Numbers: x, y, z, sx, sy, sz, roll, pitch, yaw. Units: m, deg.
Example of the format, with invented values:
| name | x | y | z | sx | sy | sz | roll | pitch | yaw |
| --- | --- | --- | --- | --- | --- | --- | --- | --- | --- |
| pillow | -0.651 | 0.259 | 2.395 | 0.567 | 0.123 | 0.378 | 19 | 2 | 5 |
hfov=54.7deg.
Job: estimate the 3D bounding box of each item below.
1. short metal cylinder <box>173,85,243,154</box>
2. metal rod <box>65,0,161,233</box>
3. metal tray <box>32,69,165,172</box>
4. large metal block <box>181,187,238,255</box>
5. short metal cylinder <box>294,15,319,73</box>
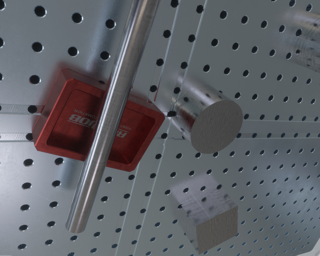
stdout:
| name | x | y | z | sx | sy | sz | roll | pitch | yaw |
| --- | --- | --- | --- | --- | --- | --- | --- | --- | --- |
| short metal cylinder | 0.065 | -0.012 | 0.423 | 0.081 | 0.050 | 0.079 | -14 | 124 | -21 |
| metal rod | -0.056 | -0.007 | 0.336 | 0.025 | 0.025 | 0.298 | 7 | 115 | -32 |
| metal tray | -0.069 | -0.003 | 0.367 | 0.131 | 0.030 | 0.090 | 20 | 108 | -36 |
| large metal block | 0.088 | 0.162 | 0.543 | 0.081 | 0.050 | 0.080 | -21 | 127 | -16 |
| short metal cylinder | 0.248 | -0.121 | 0.455 | 0.081 | 0.050 | 0.079 | -14 | 124 | -21 |
